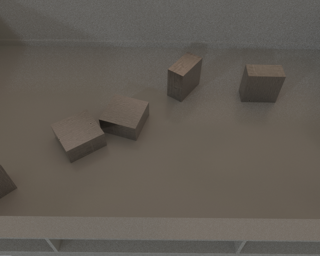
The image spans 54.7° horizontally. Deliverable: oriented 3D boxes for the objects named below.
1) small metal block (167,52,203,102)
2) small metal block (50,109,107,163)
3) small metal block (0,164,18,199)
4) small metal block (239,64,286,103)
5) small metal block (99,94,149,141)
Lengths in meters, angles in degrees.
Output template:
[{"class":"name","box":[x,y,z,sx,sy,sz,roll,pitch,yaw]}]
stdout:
[{"class":"small metal block","box":[0.036,-0.074,0.452,0.025,0.050,0.050,30,56,22]},{"class":"small metal block","box":[-0.104,0.009,0.396,0.050,0.025,0.050,-27,55,-21]},{"class":"small metal block","box":[-0.193,0.060,0.336,0.050,0.050,0.025,-35,59,-26]},{"class":"small metal block","box":[0.145,-0.063,0.444,0.050,0.050,0.025,1,50,0]},{"class":"small metal block","box":[-0.047,-0.015,0.417,0.050,0.025,0.050,15,51,11]}]
